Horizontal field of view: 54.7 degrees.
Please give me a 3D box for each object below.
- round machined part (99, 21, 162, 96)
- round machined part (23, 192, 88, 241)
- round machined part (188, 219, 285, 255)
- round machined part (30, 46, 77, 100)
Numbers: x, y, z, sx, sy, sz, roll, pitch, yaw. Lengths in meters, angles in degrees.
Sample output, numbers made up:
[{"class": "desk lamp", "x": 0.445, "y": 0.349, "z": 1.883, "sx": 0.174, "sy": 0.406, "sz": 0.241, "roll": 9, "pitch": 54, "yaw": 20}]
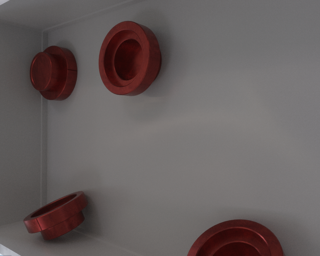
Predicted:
[{"class": "round machined part", "x": -0.037, "y": -0.093, "z": 0.426, "sx": 0.098, "sy": 0.042, "sz": 0.097, "roll": 0, "pitch": 90, "yaw": 40}, {"class": "round machined part", "x": -0.161, "y": 0.143, "z": 0.495, "sx": 0.098, "sy": 0.099, "sz": 0.042, "roll": -20, "pitch": 94, "yaw": 38}, {"class": "round machined part", "x": 0.078, "y": 0.144, "z": 0.308, "sx": 0.098, "sy": 0.098, "sz": 0.042, "roll": -5, "pitch": 124, "yaw": 40}, {"class": "round machined part", "x": -0.196, "y": -0.099, "z": 0.556, "sx": 0.098, "sy": 0.042, "sz": 0.097, "roll": 0, "pitch": 91, "yaw": 37}]
